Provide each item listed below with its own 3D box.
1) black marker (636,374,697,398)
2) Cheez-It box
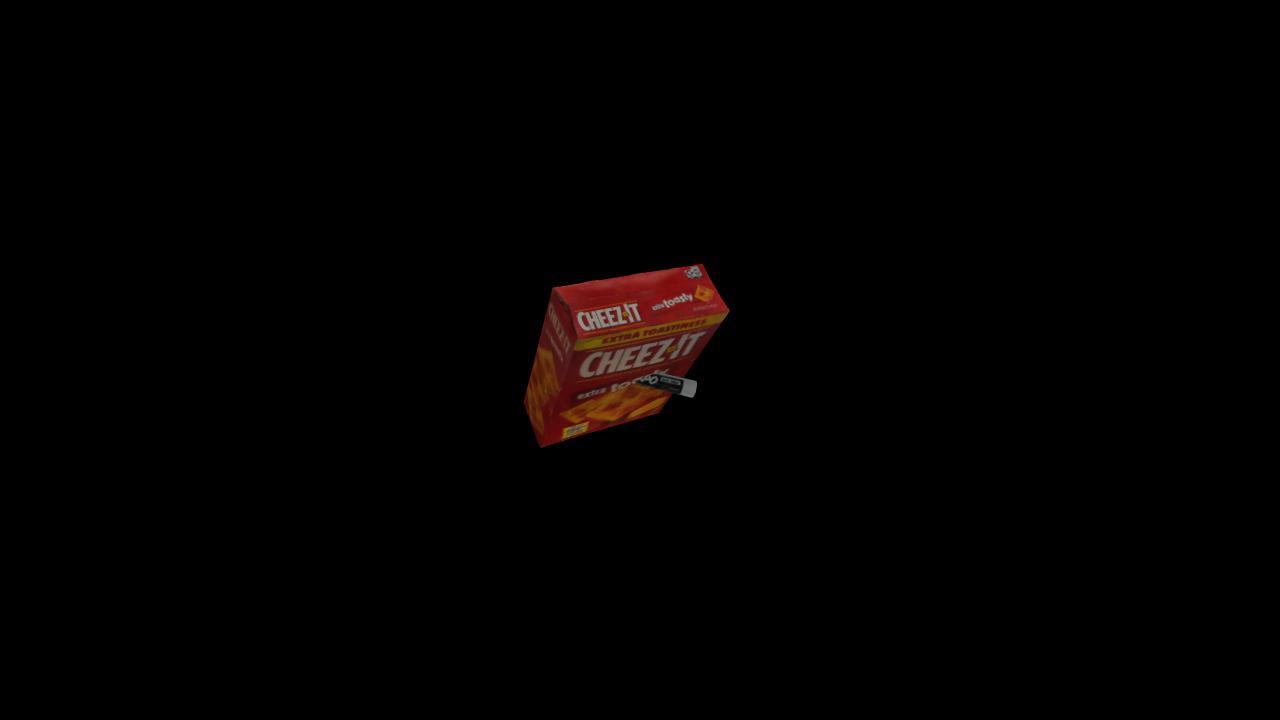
[{"bbox_3d":[0.000,0.017,0.648,0.121,0.020,0.020,14,-2,-8],"label":"black marker"},{"bbox_3d":[-0.025,0.000,0.659,0.166,0.071,0.223,-14,-27,-27],"label":"Cheez-It box"}]
